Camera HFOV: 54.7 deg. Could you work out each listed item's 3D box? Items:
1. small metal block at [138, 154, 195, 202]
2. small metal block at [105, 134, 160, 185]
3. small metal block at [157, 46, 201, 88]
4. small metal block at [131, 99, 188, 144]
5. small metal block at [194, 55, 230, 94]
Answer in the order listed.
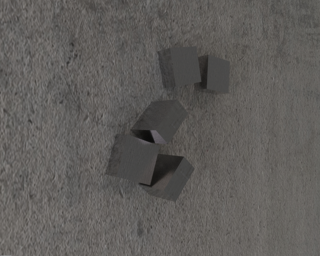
[{"bbox_3d":[0.008,0.062,0.395,0.025,0.050,0.050,49,61,-29],"label":"small metal block"},{"bbox_3d":[-0.033,0.039,0.377,0.050,0.025,0.050,23,76,-38],"label":"small metal block"},{"bbox_3d":[0.028,-0.084,0.427,0.050,0.025,0.050,-16,100,-39],"label":"small metal block"},{"bbox_3d":[-0.001,-0.008,0.387,0.025,0.050,0.050,50,61,-29],"label":"small metal block"},{"bbox_3d":[0.080,-0.080,0.471,0.050,0.025,0.050,5,87,-40],"label":"small metal block"}]
